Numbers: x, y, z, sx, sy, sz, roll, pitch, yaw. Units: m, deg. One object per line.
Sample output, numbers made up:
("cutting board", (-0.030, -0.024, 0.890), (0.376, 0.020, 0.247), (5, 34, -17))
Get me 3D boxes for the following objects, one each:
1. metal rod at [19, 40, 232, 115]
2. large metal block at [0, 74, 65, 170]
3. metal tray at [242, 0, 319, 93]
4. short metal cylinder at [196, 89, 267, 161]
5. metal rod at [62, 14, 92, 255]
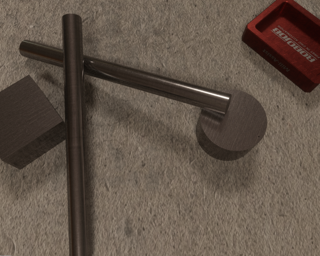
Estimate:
("metal rod", (-0.057, -0.071, 0.404), (0.301, 0.025, 0.025), (18, 71, 17))
("large metal block", (-0.173, -0.007, 0.395), (0.080, 0.050, 0.080), (-36, 74, -12))
("metal tray", (0.199, -0.125, 0.453), (0.090, 0.030, 0.130), (-41, 76, -14))
("short metal cylinder", (0.089, -0.002, 0.397), (0.081, 0.050, 0.080), (0, 70, -1))
("metal rod", (-0.102, 0.004, 0.378), (0.025, 0.025, 0.298), (-5, 80, -2))
